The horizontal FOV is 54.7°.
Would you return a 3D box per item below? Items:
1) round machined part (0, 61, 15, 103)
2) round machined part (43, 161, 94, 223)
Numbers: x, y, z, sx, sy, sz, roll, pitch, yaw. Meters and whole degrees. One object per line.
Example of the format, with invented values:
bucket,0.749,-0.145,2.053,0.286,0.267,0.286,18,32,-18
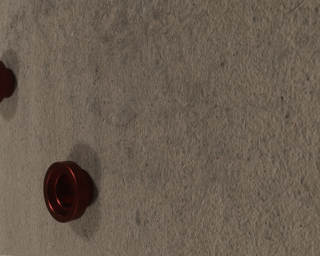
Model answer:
round machined part,-0.359,-0.101,0.685,0.098,0.042,0.097,0,90,39
round machined part,-0.148,0.103,0.513,0.098,0.042,0.097,0,90,39
